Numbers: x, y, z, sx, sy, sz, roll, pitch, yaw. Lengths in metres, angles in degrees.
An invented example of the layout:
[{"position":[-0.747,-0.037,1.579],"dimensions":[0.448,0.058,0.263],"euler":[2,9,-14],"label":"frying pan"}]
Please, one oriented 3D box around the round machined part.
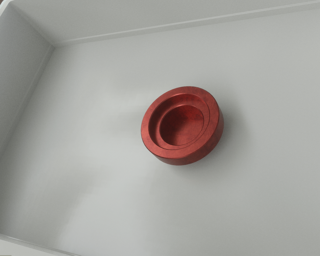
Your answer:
[{"position":[0.030,0.001,0.378],"dimensions":[0.098,0.042,0.098],"euler":[-13,56,20],"label":"round machined part"}]
